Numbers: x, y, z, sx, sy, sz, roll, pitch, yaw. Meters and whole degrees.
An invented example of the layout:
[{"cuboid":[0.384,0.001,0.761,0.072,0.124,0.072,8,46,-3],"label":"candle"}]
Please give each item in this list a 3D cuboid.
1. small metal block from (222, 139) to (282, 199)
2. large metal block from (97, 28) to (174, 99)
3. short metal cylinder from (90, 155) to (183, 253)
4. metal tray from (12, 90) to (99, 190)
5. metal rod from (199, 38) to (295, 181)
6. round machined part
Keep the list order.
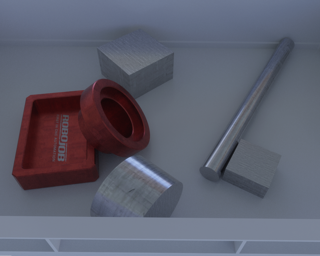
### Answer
[{"cuboid":[0.109,0.047,0.367,0.050,0.025,0.050,24,54,18],"label":"small metal block"},{"cuboid":[-0.036,-0.098,0.471,0.081,0.050,0.080,-33,58,-25],"label":"large metal block"},{"cuboid":[-0.021,0.074,0.307,0.050,0.080,0.080,32,57,23],"label":"short metal cylinder"},{"cuboid":[-0.126,0.009,0.392,0.091,0.030,0.130,-6,50,-6],"label":"metal tray"},{"cuboid":[0.137,-0.044,0.443,0.025,0.025,0.301,26,54,19],"label":"metal rod"},{"cuboid":[-0.060,-0.008,0.376,0.042,0.098,0.098,-32,46,24],"label":"round machined part"}]
